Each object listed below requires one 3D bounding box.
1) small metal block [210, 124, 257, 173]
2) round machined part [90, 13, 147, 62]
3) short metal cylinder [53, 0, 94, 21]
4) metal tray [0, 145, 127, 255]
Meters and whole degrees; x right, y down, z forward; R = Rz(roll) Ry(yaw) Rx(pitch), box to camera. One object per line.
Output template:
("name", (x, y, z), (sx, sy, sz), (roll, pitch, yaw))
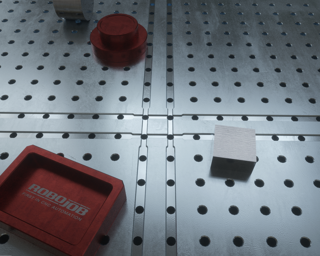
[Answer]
("small metal block", (0.091, 0.025, 0.387), (0.050, 0.025, 0.050), (7, 50, 6))
("round machined part", (-0.071, -0.160, 0.530), (0.099, 0.042, 0.098), (0, 50, 0))
("short metal cylinder", (-0.159, -0.243, 0.575), (0.050, 0.080, 0.080), (4, 50, 4))
("metal tray", (-0.114, 0.079, 0.337), (0.130, 0.030, 0.090), (19, 52, 15))
